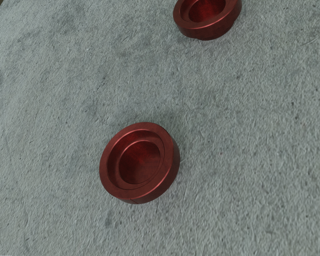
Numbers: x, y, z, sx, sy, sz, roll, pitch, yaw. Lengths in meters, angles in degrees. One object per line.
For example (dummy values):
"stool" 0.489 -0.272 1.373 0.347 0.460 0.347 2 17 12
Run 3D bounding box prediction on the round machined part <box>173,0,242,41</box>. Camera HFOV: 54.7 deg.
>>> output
"round machined part" 0.072 -0.169 0.459 0.098 0.042 0.098 -13 56 21

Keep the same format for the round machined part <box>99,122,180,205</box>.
"round machined part" -0.021 0.045 0.376 0.098 0.042 0.098 -13 56 21
